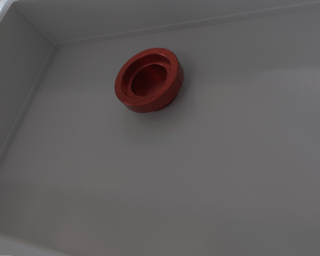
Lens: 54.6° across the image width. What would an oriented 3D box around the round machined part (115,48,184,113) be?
[{"bbox_3d":[-0.012,-0.063,0.440,0.098,0.042,0.098,-13,56,21],"label":"round machined part"}]
